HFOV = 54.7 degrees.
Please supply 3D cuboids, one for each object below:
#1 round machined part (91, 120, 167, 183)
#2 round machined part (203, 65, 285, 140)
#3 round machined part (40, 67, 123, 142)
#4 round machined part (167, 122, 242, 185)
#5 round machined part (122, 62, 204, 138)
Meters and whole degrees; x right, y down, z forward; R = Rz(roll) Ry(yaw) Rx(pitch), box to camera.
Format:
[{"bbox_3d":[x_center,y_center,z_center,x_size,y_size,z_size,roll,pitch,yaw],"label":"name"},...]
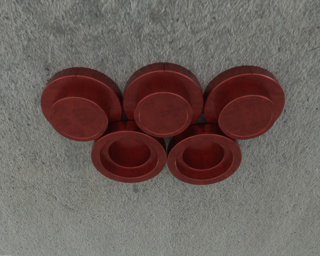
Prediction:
[{"bbox_3d":[-0.041,0.027,0.420,0.099,0.042,0.097,-1,130,0],"label":"round machined part"},{"bbox_3d":[0.103,-0.024,0.379,0.099,0.042,0.097,-1,130,0],"label":"round machined part"},{"bbox_3d":[-0.095,-0.022,0.378,0.099,0.042,0.097,-1,130,0],"label":"round machined part"},{"bbox_3d":[0.058,0.031,0.425,0.099,0.042,0.097,-1,130,0],"label":"round machined part"},{"bbox_3d":[0.004,-0.027,0.375,0.099,0.042,0.097,-1,130,0],"label":"round machined part"}]
